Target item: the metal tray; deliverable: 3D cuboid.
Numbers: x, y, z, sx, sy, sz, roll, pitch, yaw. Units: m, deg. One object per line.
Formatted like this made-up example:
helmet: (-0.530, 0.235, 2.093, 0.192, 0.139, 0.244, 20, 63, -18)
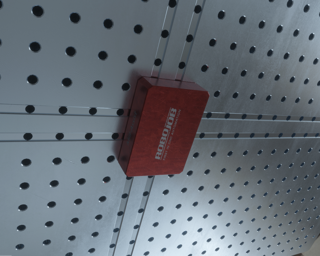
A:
metal tray: (0.003, 0.002, 0.412, 0.091, 0.030, 0.129, 2, 118, -30)
